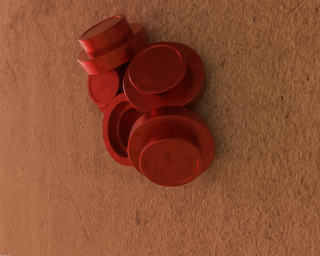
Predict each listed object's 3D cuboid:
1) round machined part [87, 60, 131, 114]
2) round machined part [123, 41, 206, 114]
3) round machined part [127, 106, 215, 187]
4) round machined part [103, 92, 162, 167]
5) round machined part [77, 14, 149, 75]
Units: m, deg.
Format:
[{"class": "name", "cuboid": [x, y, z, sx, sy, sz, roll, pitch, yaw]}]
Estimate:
[{"class": "round machined part", "cuboid": [-0.068, -0.065, 0.451, 0.098, 0.042, 0.097, 0, 90, 39]}, {"class": "round machined part", "cuboid": [0.002, -0.061, 0.363, 0.098, 0.042, 0.098, -6, 66, 14]}, {"class": "round machined part", "cuboid": [0.013, 0.027, 0.347, 0.097, 0.098, 0.042, -50, 20, 28]}, {"class": "round machined part", "cuboid": [-0.029, 0.001, 0.417, 0.098, 0.042, 0.097, 0, 90, 39]}, {"class": "round machined part", "cuboid": [-0.068, -0.116, 0.411, 0.098, 0.098, 0.042, 1, 133, 39]}]
